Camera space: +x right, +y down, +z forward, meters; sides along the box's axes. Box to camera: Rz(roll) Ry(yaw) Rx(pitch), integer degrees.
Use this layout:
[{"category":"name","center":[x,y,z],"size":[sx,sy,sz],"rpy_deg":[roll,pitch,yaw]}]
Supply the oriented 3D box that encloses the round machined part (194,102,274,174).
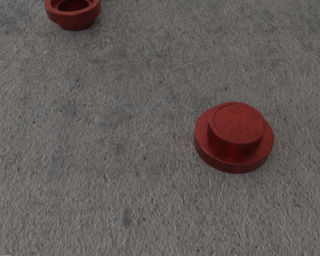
[{"category":"round machined part","center":[0.093,0.005,0.388],"size":[0.099,0.042,0.098],"rpy_deg":[0,50,0]}]

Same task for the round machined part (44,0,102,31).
[{"category":"round machined part","center":[-0.158,-0.216,0.572],"size":[0.099,0.042,0.098],"rpy_deg":[0,50,0]}]
